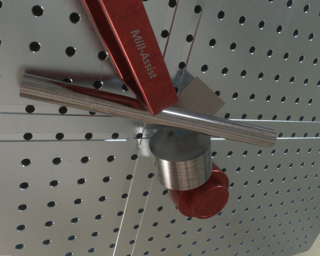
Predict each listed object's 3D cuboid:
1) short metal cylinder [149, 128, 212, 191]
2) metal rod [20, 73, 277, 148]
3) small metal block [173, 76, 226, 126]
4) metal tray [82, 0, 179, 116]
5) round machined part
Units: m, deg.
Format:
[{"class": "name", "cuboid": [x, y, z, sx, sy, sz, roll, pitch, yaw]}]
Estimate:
[{"class": "short metal cylinder", "cuboid": [0.029, 0.037, 0.416, 0.081, 0.080, 0.050, -21, 127, -17]}, {"class": "metal rod", "cuboid": [0.003, -0.015, 0.357, 0.302, 0.025, 0.025, 11, 113, -18]}, {"class": "small metal block", "cuboid": [0.048, -0.030, 0.403, 0.050, 0.025, 0.050, 45, 93, 5]}, {"class": "metal tray", "cuboid": [-0.032, -0.084, 0.300, 0.030, 0.090, 0.130, -31, 129, -9]}, {"class": "round machined part", "cuboid": [0.074, 0.111, 0.512, 0.099, 0.042, 0.097, -14, 124, -21]}]
